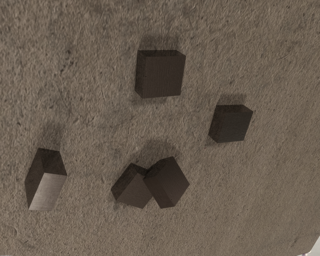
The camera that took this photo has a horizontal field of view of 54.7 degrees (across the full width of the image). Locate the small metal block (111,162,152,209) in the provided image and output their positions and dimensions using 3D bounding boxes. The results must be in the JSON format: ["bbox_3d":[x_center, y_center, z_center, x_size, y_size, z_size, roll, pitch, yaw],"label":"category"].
[{"bbox_3d":[-0.033,0.083,0.442,0.050,0.025,0.050,29,102,-38],"label":"small metal block"}]

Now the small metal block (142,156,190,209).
[{"bbox_3d":[0.010,0.075,0.432,0.050,0.025,0.050,60,40,-11],"label":"small metal block"}]

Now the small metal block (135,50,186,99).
[{"bbox_3d":[0.000,-0.065,0.368,0.050,0.025,0.050,-8,122,-25],"label":"small metal block"}]

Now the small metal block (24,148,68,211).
[{"bbox_3d":[-0.132,0.058,0.355,0.025,0.050,0.050,16,110,-35],"label":"small metal block"}]

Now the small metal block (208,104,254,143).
[{"bbox_3d":[0.105,-0.007,0.462,0.050,0.025,0.050,-4,120,-27],"label":"small metal block"}]
